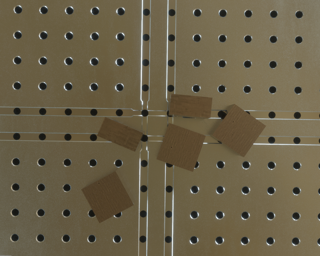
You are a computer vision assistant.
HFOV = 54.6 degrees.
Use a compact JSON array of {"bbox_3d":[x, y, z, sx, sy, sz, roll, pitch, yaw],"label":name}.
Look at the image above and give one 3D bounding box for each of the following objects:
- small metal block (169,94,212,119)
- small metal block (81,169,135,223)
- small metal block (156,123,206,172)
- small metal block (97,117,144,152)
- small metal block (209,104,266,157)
[{"bbox_3d":[0.038,-0.027,0.401,0.050,0.050,0.025,5,90,0],"label":"small metal block"},{"bbox_3d":[-0.068,0.089,0.413,0.050,0.025,0.050,-28,90,0],"label":"small metal block"},{"bbox_3d":[0.027,0.025,0.414,0.050,0.025,0.050,19,90,0],"label":"small metal block"},{"bbox_3d":[-0.048,0.008,0.401,0.050,0.050,0.025,23,90,0],"label":"small metal block"},{"bbox_3d":[0.103,0.003,0.414,0.050,0.025,0.050,35,90,0],"label":"small metal block"}]
